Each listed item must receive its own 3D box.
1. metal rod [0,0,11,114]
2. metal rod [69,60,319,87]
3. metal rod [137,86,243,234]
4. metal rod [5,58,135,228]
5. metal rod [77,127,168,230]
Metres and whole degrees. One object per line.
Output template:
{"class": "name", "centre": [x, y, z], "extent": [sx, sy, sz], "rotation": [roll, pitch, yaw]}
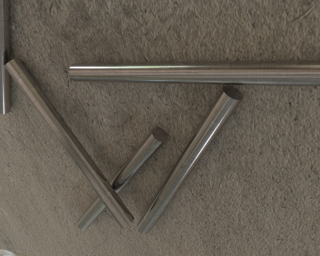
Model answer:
{"class": "metal rod", "centre": [-0.225, -0.142, 0.437], "extent": [0.025, 0.025, 0.298], "rotation": [29, 128, 10]}
{"class": "metal rod", "centre": [0.021, -0.063, 0.356], "extent": [0.301, 0.025, 0.025], "rotation": [5, 121, 25]}
{"class": "metal rod", "centre": [0.026, 0.065, 0.432], "extent": [0.025, 0.025, 0.298], "rotation": [33, 129, 7]}
{"class": "metal rod", "centre": [-0.135, 0.025, 0.473], "extent": [0.025, 0.025, 0.299], "rotation": [-32, 95, 38]}
{"class": "metal rod", "centre": [-0.074, 0.097, 0.506], "extent": [0.025, 0.025, 0.298], "rotation": [40, 129, 0]}
